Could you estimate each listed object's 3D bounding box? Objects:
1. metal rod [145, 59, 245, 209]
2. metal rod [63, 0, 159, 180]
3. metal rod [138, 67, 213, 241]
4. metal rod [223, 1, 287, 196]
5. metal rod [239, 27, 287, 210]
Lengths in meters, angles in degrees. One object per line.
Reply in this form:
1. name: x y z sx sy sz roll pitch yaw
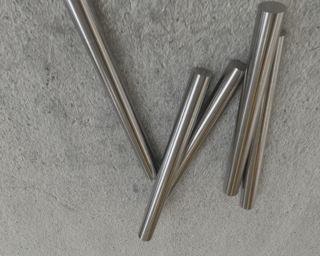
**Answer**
1. metal rod: 0.038 0.036 0.438 0.025 0.025 0.298 16 128 -13
2. metal rod: -0.050 -0.041 0.371 0.025 0.025 0.299 -12 129 10
3. metal rod: 0.012 0.056 0.433 0.025 0.025 0.298 11 123 -10
4. metal rod: 0.107 -0.005 0.385 0.025 0.025 0.298 -2 136 1
5. metal rod: 0.132 0.013 0.420 0.025 0.025 0.298 -4 130 3
